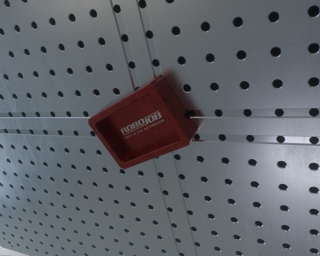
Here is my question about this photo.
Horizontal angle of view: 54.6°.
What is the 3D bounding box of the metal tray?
[{"bbox_3d":[-0.027,-0.002,0.421,0.130,0.030,0.090,-24,105,36],"label":"metal tray"}]
